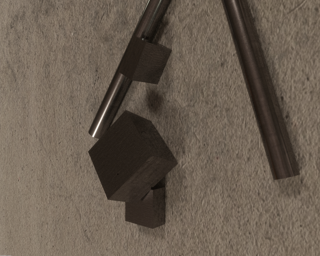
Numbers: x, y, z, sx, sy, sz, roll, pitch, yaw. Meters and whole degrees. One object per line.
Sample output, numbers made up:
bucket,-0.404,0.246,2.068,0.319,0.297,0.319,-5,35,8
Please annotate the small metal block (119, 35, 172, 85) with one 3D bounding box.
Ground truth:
small metal block,-0.018,-0.087,0.402,0.025,0.050,0.050,37,112,33

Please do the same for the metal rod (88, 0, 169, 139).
metal rod,-0.032,-0.111,0.429,0.025,0.025,0.298,43,116,31

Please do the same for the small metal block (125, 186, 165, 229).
small metal block,-0.020,0.103,0.420,0.050,0.025,0.050,1,91,39

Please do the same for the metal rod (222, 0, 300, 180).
metal rod,0.090,-0.095,0.329,0.025,0.025,0.299,-21,77,38

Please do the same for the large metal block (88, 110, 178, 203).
large metal block,-0.037,0.038,0.399,0.080,0.050,0.080,-46,51,17
